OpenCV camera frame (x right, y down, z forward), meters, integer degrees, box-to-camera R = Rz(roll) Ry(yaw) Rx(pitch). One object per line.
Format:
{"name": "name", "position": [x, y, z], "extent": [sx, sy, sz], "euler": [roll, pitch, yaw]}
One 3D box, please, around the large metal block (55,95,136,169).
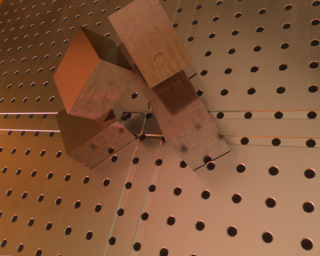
{"name": "large metal block", "position": [-0.092, -0.003, 0.440], "extent": [0.080, 0.050, 0.080], "euler": [-34, 52, 5]}

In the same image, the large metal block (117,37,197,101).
{"name": "large metal block", "position": [-0.007, -0.091, 0.429], "extent": [0.080, 0.080, 0.050], "euler": [-36, 52, 4]}

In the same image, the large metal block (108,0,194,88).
{"name": "large metal block", "position": [-0.010, -0.092, 0.343], "extent": [0.050, 0.080, 0.080], "euler": [-31, 9, 3]}

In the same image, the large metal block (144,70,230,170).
{"name": "large metal block", "position": [0.032, -0.009, 0.359], "extent": [0.050, 0.080, 0.080], "euler": [-30, 52, 9]}

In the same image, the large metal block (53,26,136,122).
{"name": "large metal block", "position": [-0.086, -0.068, 0.393], "extent": [0.080, 0.050, 0.080], "euler": [-53, 47, 23]}
